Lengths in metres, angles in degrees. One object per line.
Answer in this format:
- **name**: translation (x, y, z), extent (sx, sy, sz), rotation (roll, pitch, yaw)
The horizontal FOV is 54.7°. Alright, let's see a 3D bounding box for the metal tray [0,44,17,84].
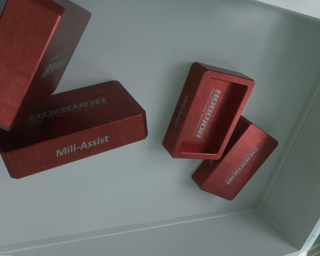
- **metal tray**: translation (-0.168, -0.006, 0.234), extent (0.030, 0.090, 0.130), rotation (40, 64, -17)

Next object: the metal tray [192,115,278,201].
- **metal tray**: translation (0.124, 0.053, 0.509), extent (0.090, 0.030, 0.130), rotation (28, 103, -38)

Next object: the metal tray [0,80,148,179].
- **metal tray**: translation (-0.089, -0.005, 0.315), extent (0.131, 0.090, 0.030), rotation (-17, 126, -19)

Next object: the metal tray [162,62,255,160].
- **metal tray**: translation (0.066, -0.018, 0.432), extent (0.091, 0.030, 0.129), rotation (6, 116, -32)

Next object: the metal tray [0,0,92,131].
- **metal tray**: translation (-0.096, -0.061, 0.250), extent (0.030, 0.130, 0.090), rotation (28, 105, -13)
